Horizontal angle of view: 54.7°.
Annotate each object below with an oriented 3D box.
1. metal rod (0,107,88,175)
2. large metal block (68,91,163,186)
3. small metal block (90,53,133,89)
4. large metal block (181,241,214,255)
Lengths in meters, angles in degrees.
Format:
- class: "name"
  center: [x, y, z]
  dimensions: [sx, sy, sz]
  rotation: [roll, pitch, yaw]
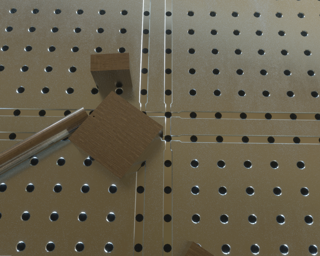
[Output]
- class: "metal rod"
  center: [-0.224, 0.059, 0.387]
  dimensions: [0.301, 0.025, 0.025]
  rotation: [-31, 73, -11]
- class: "large metal block"
  center: [-0.052, 0.014, 0.393]
  dimensions: [0.080, 0.050, 0.080]
  rotation: [35, 74, 11]
- class: "small metal block"
  center: [-0.065, -0.078, 0.426]
  dimensions: [0.050, 0.050, 0.025]
  rotation: [-3, 70, -2]
- class: "large metal block"
  center: [0.047, 0.181, 0.333]
  dimensions: [0.080, 0.050, 0.080]
  rotation: [32, 73, 10]
